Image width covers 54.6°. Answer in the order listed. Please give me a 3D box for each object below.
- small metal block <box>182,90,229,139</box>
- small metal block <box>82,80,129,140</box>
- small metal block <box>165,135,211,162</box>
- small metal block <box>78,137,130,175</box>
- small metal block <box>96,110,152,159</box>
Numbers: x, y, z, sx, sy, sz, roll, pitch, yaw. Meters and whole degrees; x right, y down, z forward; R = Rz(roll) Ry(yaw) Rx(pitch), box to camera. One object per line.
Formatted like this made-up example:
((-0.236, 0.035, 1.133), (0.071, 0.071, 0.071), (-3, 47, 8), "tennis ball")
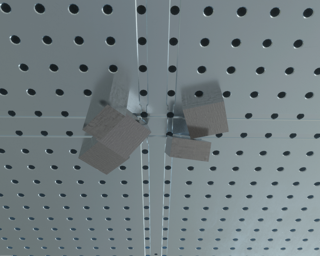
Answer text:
((0.058, -0.017, 0.398), (0.050, 0.025, 0.050), (-12, 129, 9), "small metal block")
((-0.065, -0.022, 0.376), (0.025, 0.050, 0.050), (35, 122, -26), "small metal block")
((0.036, 0.026, 0.415), (0.050, 0.050, 0.025), (8, 91, -7), "small metal block")
((-0.078, 0.034, 0.440), (0.050, 0.025, 0.050), (-37, 121, 27), "small metal block")
((-0.049, 0.005, 0.405), (0.050, 0.025, 0.050), (38, 100, -28), "small metal block")
